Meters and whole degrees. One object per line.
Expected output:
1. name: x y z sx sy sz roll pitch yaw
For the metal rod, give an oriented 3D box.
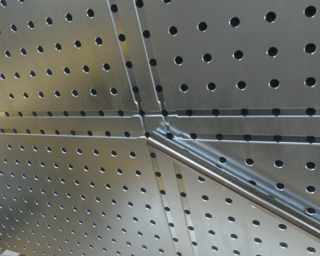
1. metal rod: 0.117 0.085 0.401 0.301 0.025 0.025 29 128 9
